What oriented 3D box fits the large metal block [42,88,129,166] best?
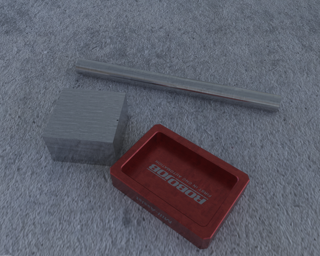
[{"bbox_3d":[-0.087,-0.002,0.388,0.080,0.050,0.080,5,50,4],"label":"large metal block"}]

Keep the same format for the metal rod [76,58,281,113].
[{"bbox_3d":[0.020,-0.065,0.457,0.301,0.025,0.025,12,51,10],"label":"metal rod"}]

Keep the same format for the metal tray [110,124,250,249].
[{"bbox_3d":[0.021,0.059,0.350,0.130,0.030,0.090,30,56,23],"label":"metal tray"}]
